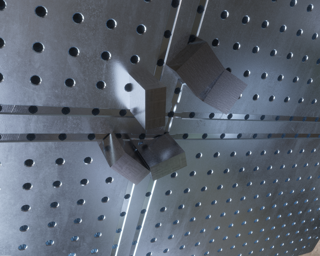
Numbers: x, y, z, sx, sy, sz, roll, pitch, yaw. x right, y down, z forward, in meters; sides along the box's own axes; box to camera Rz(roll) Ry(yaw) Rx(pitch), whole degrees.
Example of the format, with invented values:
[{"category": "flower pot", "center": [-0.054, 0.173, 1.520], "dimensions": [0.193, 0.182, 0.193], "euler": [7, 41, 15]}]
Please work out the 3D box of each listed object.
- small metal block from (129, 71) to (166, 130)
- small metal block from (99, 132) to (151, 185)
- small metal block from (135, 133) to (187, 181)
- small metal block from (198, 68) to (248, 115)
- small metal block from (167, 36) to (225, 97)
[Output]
[{"category": "small metal block", "center": [-0.015, -0.033, 0.365], "dimensions": [0.025, 0.050, 0.050], "euler": [-12, 124, -22]}, {"category": "small metal block", "center": [-0.045, 0.039, 0.394], "dimensions": [0.025, 0.050, 0.050], "euler": [-44, 129, 2]}, {"category": "small metal block", "center": [0.001, 0.038, 0.418], "dimensions": [0.050, 0.050, 0.025], "euler": [-22, 127, -15]}, {"category": "small metal block", "center": [0.083, -0.053, 0.423], "dimensions": [0.050, 0.025, 0.050], "euler": [24, 105, -37]}, {"category": "small metal block", "center": [0.046, -0.076, 0.388], "dimensions": [0.050, 0.025, 0.050], "euler": [-44, 129, 2]}]
